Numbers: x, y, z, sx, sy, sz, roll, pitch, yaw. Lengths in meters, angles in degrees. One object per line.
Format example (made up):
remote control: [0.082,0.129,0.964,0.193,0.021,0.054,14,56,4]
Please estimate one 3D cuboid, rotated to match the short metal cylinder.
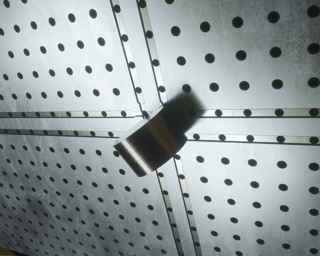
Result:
short metal cylinder: [-0.012,0.017,0.392,0.080,0.080,0.050,-32,100,38]
